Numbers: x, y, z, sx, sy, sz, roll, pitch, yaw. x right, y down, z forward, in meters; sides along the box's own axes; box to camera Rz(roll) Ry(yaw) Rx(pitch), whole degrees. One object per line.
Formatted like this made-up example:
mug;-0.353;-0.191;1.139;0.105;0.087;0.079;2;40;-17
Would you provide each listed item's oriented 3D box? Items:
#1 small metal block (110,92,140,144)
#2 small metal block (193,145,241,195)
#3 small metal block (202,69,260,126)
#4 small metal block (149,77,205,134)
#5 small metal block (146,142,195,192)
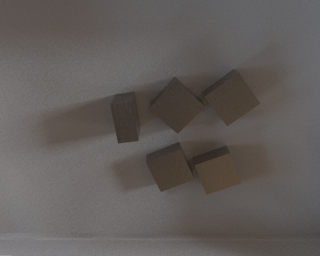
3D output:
small metal block;-0.042;-0.014;0.392;0.025;0.050;0.050;-8;110;2
small metal block;0.079;0.059;0.434;0.050;0.025;0.050;-20;109;7
small metal block;0.091;-0.039;0.398;0.050;0.025;0.050;-36;107;12
small metal block;0.021;-0.029;0.401;0.050;0.025;0.050;40;105;-14
small metal block;0.014;0.054;0.432;0.050;0.025;0.050;-22;109;7
